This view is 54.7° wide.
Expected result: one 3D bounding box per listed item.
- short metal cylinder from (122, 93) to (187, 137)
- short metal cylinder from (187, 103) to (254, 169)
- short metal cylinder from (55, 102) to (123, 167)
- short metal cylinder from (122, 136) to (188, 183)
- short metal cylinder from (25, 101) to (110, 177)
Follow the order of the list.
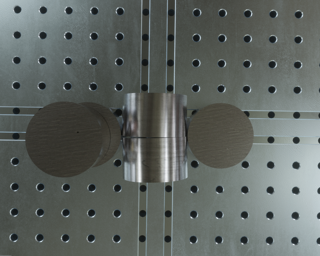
[{"bbox_3d":[-0.007,-0.015,0.386,0.081,0.080,0.050,1,91,0],"label":"short metal cylinder"},{"bbox_3d":[0.074,0.009,0.401,0.081,0.050,0.079,0,90,-1],"label":"short metal cylinder"},{"bbox_3d":[-0.088,0.008,0.400,0.081,0.050,0.079,0,90,-1],"label":"short metal cylinder"},{"bbox_3d":[-0.006,0.036,0.385,0.081,0.080,0.050,-1,90,0],"label":"short metal cylinder"},{"bbox_3d":[-0.100,0.012,0.348,0.081,0.050,0.079,0,90,0],"label":"short metal cylinder"}]
